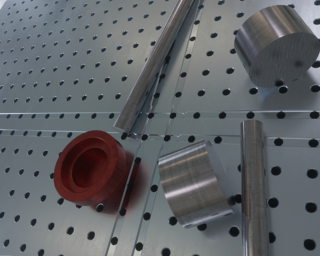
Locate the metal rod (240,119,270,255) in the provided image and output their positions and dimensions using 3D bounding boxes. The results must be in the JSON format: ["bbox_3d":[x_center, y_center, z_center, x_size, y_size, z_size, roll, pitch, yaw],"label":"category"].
[{"bbox_3d":[0.088,0.127,0.283,0.025,0.025,0.299,-7,58,24],"label":"metal rod"}]

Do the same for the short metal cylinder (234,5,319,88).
[{"bbox_3d":[0.134,-0.093,0.360,0.080,0.080,0.050,-24,53,14],"label":"short metal cylinder"}]

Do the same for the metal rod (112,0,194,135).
[{"bbox_3d":[0.003,-0.125,0.483,0.025,0.025,0.300,12,67,33],"label":"metal rod"}]

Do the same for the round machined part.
[{"bbox_3d":[-0.087,0.055,0.409,0.098,0.042,0.098,-13,56,21],"label":"round machined part"}]

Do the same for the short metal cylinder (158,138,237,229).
[{"bbox_3d":[0.039,0.056,0.318,0.050,0.080,0.080,-23,53,14],"label":"short metal cylinder"}]
